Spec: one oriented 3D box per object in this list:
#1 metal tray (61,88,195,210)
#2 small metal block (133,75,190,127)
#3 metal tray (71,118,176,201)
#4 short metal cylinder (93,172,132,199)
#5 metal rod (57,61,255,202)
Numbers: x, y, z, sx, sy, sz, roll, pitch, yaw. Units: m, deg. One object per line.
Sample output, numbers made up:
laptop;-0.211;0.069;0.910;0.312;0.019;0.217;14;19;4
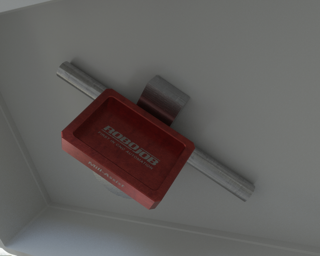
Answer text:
metal tray;-0.036;0.021;0.362;0.130;0.090;0.030;34;146;5
small metal block;0.001;-0.029;0.387;0.050;0.025;0.050;35;129;4
metal tray;-0.038;0.034;0.405;0.130;0.090;0.030;34;129;5
short metal cylinder;-0.050;0.054;0.441;0.080;0.050;0.079;19;134;21
metal rod;-0.009;0.002;0.413;0.301;0.025;0.025;34;129;5
